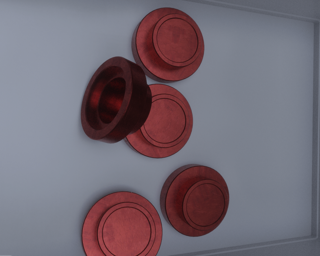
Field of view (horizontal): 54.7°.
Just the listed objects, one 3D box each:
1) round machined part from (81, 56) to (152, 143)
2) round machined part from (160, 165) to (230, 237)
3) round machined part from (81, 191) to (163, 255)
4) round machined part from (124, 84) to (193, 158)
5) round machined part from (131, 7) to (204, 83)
[{"bbox_3d":[-0.047,-0.029,0.359,0.042,0.098,0.098,19,83,-41],"label":"round machined part"},{"bbox_3d":[0.053,0.100,0.423,0.099,0.042,0.097,0,90,-21],"label":"round machined part"},{"bbox_3d":[-0.043,0.125,0.371,0.099,0.042,0.098,6,70,-17],"label":"round machined part"},{"bbox_3d":[-0.001,-0.009,0.402,0.099,0.042,0.097,0,90,-21],"label":"round machined part"},{"bbox_3d":[0.015,-0.111,0.408,0.099,0.042,0.097,0,90,-21],"label":"round machined part"}]
